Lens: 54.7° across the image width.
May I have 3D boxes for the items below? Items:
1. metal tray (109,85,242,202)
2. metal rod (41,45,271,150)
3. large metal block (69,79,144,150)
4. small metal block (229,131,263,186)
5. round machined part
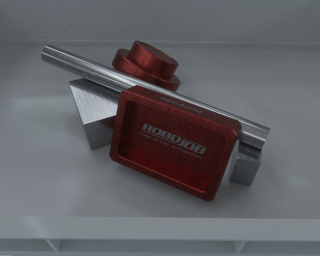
[{"bbox_3d":[0.012,0.015,0.344,0.130,0.089,0.030,21,26,16],"label":"metal tray"},{"bbox_3d":[-0.019,-0.044,0.374,0.301,0.025,0.025,23,54,18],"label":"metal rod"},{"bbox_3d":[-0.066,-0.028,0.409,0.081,0.050,0.080,-18,52,-15],"label":"large metal block"},{"bbox_3d":[0.101,0.031,0.362,0.025,0.050,0.050,11,51,9],"label":"small metal block"},{"bbox_3d":[-0.013,-0.087,0.431,0.098,0.042,0.098,26,20,-10],"label":"round machined part"}]
